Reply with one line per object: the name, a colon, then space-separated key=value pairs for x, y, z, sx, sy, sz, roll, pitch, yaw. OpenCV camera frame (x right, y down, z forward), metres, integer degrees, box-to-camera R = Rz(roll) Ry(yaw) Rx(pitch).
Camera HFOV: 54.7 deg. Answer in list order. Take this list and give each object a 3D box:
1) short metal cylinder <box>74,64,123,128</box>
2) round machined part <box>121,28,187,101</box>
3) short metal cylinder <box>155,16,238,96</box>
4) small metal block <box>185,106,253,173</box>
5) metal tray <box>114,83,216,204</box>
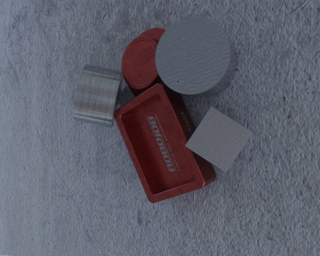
short metal cylinder: x=-0.084 y=-0.044 z=0.431 sx=0.050 sy=0.080 sz=0.079 roll=12 pitch=101 yaw=-5
round machined part: x=-0.012 y=-0.082 z=0.406 sx=0.098 sy=0.042 sz=0.097 roll=0 pitch=90 yaw=40
short metal cylinder: x=0.042 y=-0.075 z=0.342 sx=0.080 sy=0.050 sz=0.079 roll=1 pitch=92 yaw=22
small metal block: x=0.062 y=0.013 z=0.332 sx=0.050 sy=0.025 sz=0.050 roll=33 pitch=88 yaw=6
metal tray: x=0.003 y=0.020 z=0.386 sx=0.090 sy=0.030 sz=0.129 roll=-28 pitch=82 yaw=36
